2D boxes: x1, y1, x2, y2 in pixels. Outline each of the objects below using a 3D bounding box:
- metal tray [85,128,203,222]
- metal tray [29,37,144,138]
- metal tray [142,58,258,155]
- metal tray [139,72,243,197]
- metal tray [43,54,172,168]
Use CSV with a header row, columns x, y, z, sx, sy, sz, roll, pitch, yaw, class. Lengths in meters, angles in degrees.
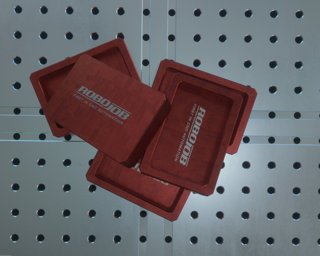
x,y,z,sx,sy,sz,roll,pitch,yaw,class
-0.019,0.054,0.411,0.130,0.030,0.090,26,90,0,metal tray
-0.091,-0.052,0.410,0.130,0.030,0.090,-22,90,0,metal tray
0.050,-0.027,0.410,0.131,0.030,0.090,19,90,1,metal tray
0.038,0.008,0.380,0.090,0.030,0.130,20,78,0,metal tray
-0.064,-0.023,0.370,0.130,0.030,0.090,29,82,22,metal tray
